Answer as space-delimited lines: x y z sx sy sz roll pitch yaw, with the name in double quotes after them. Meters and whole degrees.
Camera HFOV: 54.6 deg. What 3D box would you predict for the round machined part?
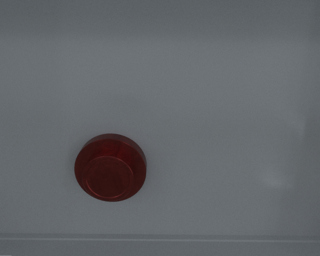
-0.068 0.060 0.424 0.099 0.042 0.097 0 110 0 "round machined part"
